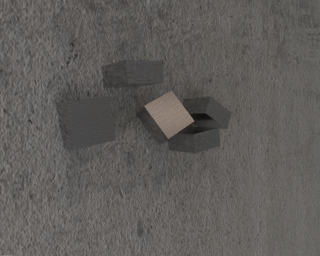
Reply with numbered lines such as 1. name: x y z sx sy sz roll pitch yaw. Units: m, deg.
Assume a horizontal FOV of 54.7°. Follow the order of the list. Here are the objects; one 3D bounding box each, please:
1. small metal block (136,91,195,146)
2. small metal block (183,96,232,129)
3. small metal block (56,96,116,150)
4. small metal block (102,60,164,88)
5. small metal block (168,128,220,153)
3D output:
1. small metal block: 0.007 -0.013 0.398 0.050 0.025 0.050 -33 84 -35
2. small metal block: 0.065 -0.021 0.442 0.050 0.050 0.025 31 71 -36
3. small metal block: -0.080 -0.006 0.338 0.050 0.025 0.050 -13 99 -39
4. small metal block: -0.032 -0.062 0.361 0.050 0.050 0.025 -8 96 -40
5. small metal block: 0.047 0.015 0.427 0.050 0.050 0.025 -12 100 -40
